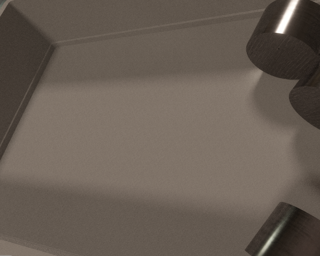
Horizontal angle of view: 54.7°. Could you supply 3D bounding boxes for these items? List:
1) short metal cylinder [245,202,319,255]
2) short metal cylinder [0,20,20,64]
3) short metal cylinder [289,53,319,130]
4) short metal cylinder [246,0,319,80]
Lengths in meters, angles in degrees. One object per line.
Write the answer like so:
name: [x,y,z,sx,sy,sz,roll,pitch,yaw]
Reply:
short metal cylinder: [0.116,0.104,0.245,0.080,0.080,0.050,34,80,38]
short metal cylinder: [-0.349,-0.185,0.666,0.080,0.080,0.050,-16,56,19]
short metal cylinder: [0.175,-0.032,0.298,0.080,0.080,0.050,33,80,38]
short metal cylinder: [0.147,-0.100,0.354,0.080,0.080,0.050,18,72,35]
